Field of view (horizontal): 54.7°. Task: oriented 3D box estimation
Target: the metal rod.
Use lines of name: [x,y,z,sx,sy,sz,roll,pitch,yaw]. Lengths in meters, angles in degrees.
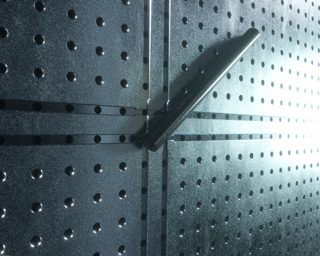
metal rod: [0.076,-0.073,0.475,0.301,0.025,0.025,-46,118,-30]
